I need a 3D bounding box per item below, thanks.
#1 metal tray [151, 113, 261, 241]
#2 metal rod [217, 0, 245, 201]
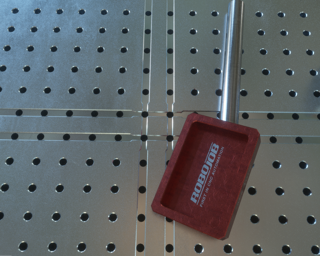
[{"bbox_3d":[0.056,0.054,0.369,0.090,0.030,0.130,17,75,25],"label":"metal tray"},{"bbox_3d":[0.099,-0.051,0.430,0.025,0.025,0.299,7,70,2],"label":"metal rod"}]
